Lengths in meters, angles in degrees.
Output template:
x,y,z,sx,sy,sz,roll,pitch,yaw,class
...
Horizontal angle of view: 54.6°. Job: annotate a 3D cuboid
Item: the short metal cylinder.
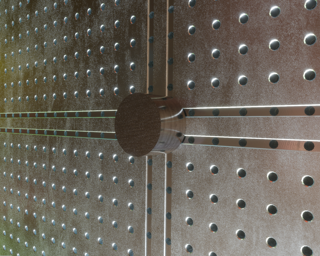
x,y,z,sx,sy,sz,roll,pitch,yaw,class
-0.013,-0.004,0.405,0.080,0.050,0.080,0,90,40,short metal cylinder
